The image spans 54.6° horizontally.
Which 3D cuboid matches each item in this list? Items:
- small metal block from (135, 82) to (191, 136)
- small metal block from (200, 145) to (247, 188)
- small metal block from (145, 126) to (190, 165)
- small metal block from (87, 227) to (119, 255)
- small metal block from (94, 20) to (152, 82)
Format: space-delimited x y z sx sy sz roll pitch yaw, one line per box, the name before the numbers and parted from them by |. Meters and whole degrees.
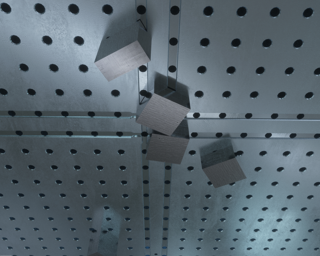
small metal block | 0.003 -0.023 0.392 0.050 0.025 0.050 22 127 -18
small metal block | 0.095 0.059 0.462 0.050 0.025 0.050 -22 127 18
small metal block | 0.009 0.021 0.430 0.050 0.025 0.050 9 130 -8
small metal block | -0.107 0.224 0.585 0.025 0.050 0.050 -28 125 22
small metal block | -0.037 -0.081 0.326 0.050 0.050 0.025 -23 127 18
